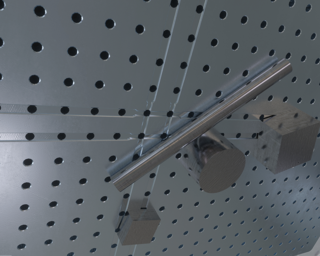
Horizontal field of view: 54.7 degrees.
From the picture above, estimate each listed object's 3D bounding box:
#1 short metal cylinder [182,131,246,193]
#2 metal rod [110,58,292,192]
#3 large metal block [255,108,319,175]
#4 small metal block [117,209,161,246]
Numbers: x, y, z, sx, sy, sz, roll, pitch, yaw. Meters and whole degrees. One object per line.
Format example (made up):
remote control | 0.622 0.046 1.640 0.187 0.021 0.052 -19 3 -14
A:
short metal cylinder | 0.082 0.052 0.472 0.081 0.050 0.079 -14 124 -21
metal rod | 0.062 -0.007 0.440 0.301 0.025 0.025 -35 129 -6
large metal block | 0.215 0.022 0.527 0.081 0.050 0.079 -17 125 -19
small metal block | -0.034 0.157 0.490 0.050 0.025 0.050 9 114 -32
